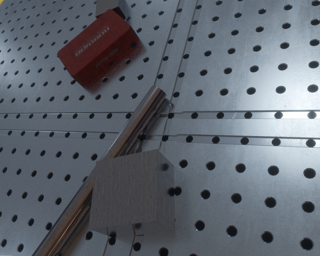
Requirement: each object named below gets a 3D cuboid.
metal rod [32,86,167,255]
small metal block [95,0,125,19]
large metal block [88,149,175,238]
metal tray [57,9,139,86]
[{"bbox_3d":[-0.083,0.069,0.407,0.025,0.025,0.300,25,75,36],"label":"metal rod"},{"bbox_3d":[-0.095,-0.231,0.598,0.050,0.025,0.050,-16,55,18],"label":"small metal block"},{"bbox_3d":[-0.030,0.078,0.359,0.080,0.050,0.080,-13,56,20],"label":"large metal block"},{"bbox_3d":[-0.112,-0.145,0.551,0.130,0.030,0.090,-40,51,0],"label":"metal tray"}]
